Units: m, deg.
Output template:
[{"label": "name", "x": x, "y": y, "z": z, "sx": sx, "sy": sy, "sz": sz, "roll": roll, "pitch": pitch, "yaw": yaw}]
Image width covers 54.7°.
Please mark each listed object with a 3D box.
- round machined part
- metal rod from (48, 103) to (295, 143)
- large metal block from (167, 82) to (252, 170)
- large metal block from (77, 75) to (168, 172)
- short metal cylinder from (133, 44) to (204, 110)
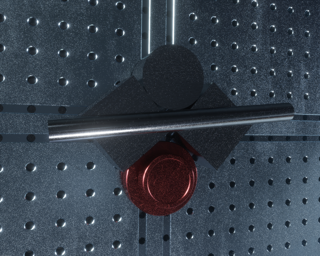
[{"label": "round machined part", "x": 0.005, "y": 0.065, "z": 0.401, "sx": 0.099, "sy": 0.042, "sz": 0.097, "roll": 0, "pitch": 90, "yaw": -20}, {"label": "metal rod", "x": 0.029, "y": -0.009, "z": 0.364, "sx": 0.303, "sy": 0.025, "sz": 0.025, "roll": -5, "pitch": 92, "yaw": -20}, {"label": "large metal block", "x": 0.062, "y": -0.003, "z": 0.416, "sx": 0.080, "sy": 0.050, "sz": 0.080, "roll": 44, "pitch": 77, "yaw": -15}, {"label": "large metal block", "x": -0.045, "y": -0.006, "z": 0.379, "sx": 0.080, "sy": 0.050, "sz": 0.080, "roll": -41, "pitch": 105, "yaw": -16}, {"label": "short metal cylinder", "x": 0.009, "y": -0.062, "z": 0.399, "sx": 0.081, "sy": 0.050, "sz": 0.079, "roll": 0, "pitch": 90, "yaw": -20}]
